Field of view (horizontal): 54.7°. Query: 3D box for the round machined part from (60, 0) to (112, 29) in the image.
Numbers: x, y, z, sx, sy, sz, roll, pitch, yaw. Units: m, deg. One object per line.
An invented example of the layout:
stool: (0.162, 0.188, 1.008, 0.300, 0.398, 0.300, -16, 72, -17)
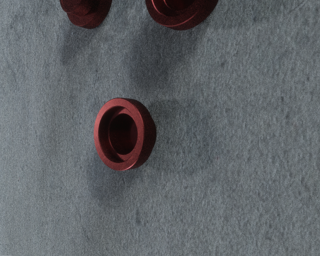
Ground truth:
round machined part: (-0.123, -0.212, 0.492, 0.098, 0.042, 0.097, 0, 90, 39)

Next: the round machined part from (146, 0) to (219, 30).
round machined part: (0.032, -0.164, 0.366, 0.098, 0.042, 0.097, 0, 90, 39)

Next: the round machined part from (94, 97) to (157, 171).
round machined part: (-0.044, 0.008, 0.428, 0.098, 0.042, 0.097, 0, 90, 39)
